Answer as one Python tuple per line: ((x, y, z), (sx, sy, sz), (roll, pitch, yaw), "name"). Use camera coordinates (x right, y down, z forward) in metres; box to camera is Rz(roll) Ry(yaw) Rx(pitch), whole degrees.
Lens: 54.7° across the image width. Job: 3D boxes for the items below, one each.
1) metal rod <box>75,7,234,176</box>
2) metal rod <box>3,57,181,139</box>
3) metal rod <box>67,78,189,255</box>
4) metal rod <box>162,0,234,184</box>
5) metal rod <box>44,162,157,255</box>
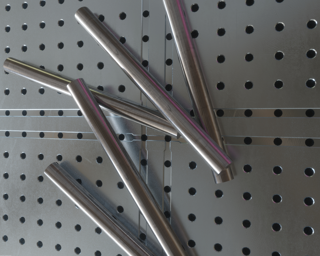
((-0.019, -0.060, 0.403), (0.025, 0.025, 0.300), (-46, 71, 14), "metal rod")
((-0.106, -0.049, 0.448), (0.301, 0.025, 0.025), (21, 97, 18), "metal rod")
((-0.038, 0.066, 0.410), (0.025, 0.025, 0.299), (-33, 85, 17), "metal rod")
((0.040, -0.078, 0.397), (0.025, 0.025, 0.298), (-17, 84, 19), "metal rod")
((-0.051, 0.151, 0.429), (0.300, 0.025, 0.025), (38, 102, 15), "metal rod")
